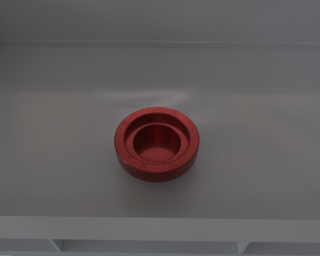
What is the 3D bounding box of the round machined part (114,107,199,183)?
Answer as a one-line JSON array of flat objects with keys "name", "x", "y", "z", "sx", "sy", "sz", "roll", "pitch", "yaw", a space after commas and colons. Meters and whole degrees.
[{"name": "round machined part", "x": -0.004, "y": 0.023, "z": 0.375, "sx": 0.099, "sy": 0.042, "sz": 0.098, "roll": 0, "pitch": 50, "yaw": 0}]
